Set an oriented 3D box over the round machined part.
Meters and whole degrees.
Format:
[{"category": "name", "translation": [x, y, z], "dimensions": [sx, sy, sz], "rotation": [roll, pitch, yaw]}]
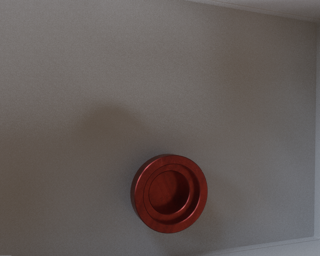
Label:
[{"category": "round machined part", "translation": [0.009, 0.082, 0.405], "dimensions": [0.099, 0.042, 0.097], "rotation": [0, 90, -20]}]
